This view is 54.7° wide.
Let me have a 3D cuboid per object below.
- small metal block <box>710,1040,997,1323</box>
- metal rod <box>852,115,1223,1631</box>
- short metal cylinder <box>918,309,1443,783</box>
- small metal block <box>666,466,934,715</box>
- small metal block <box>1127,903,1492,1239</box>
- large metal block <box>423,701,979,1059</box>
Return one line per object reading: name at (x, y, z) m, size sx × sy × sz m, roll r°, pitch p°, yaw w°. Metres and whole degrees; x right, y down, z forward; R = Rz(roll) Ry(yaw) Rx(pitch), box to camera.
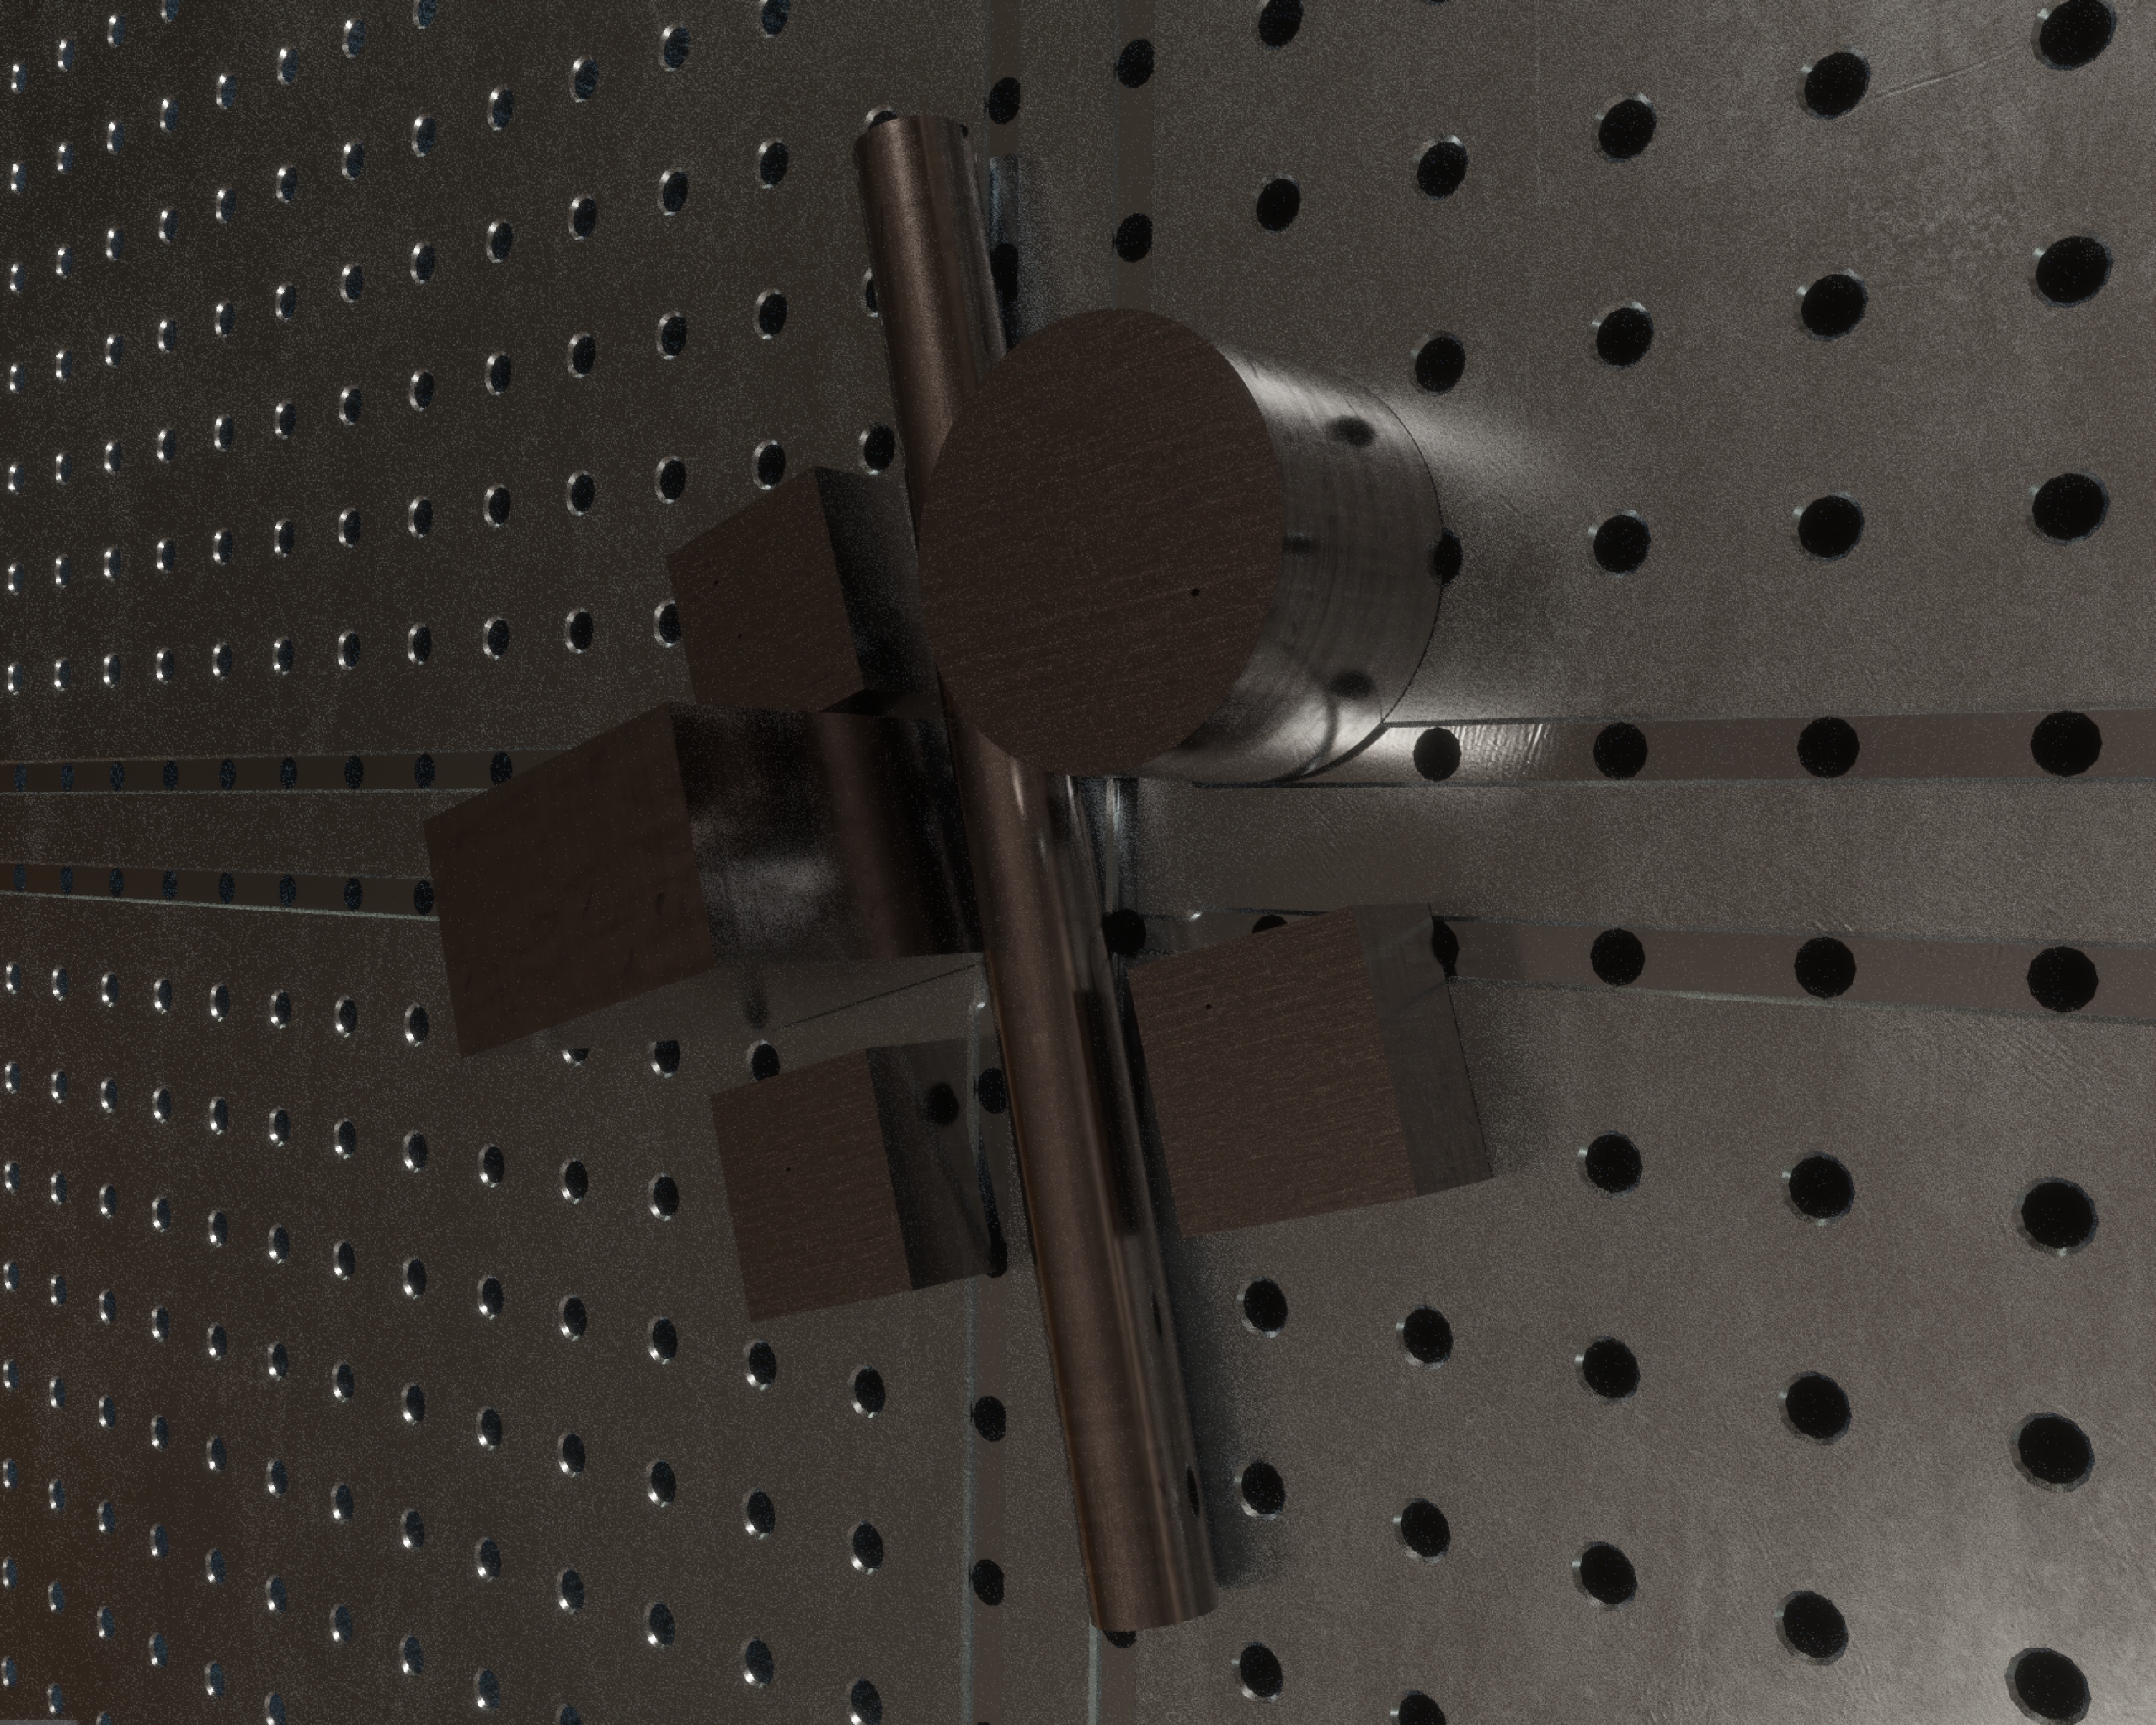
small metal block at (-0.049, 0.068, 0.447) m, size 0.050 × 0.025 × 0.050 m, roll -20°, pitch 78°, yaw 38°
metal rod at (-0.010, -0.004, 0.415) m, size 0.025 × 0.025 × 0.298 m, roll -16°, pitch 80°, yaw 38°
short metal cylinder at (0.018, -0.055, 0.376) m, size 0.080 × 0.050 × 0.079 m, roll 0°, pitch 90°, yaw 39°
small metal block at (-0.060, -0.052, 0.456) m, size 0.050 × 0.025 × 0.050 m, roll -22°, pitch 76°, yaw 37°
small metal block at (0.041, 0.037, 0.374) m, size 0.050 × 0.025 × 0.050 m, roll -19°, pitch 78°, yaw 38°
large metal block at (-0.074, 0.005, 0.430) m, size 0.080 × 0.081 × 0.050 m, roll -19°, pitch 78°, yaw 38°
